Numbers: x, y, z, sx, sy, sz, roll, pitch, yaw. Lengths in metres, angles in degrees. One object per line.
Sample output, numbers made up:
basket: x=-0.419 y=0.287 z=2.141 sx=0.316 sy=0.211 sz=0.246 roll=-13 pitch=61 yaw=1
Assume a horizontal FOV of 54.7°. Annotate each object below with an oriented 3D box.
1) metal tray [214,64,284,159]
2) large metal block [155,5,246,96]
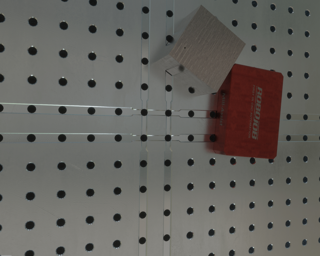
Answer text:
metal tray: x=0.132 y=-0.022 z=0.459 sx=0.091 sy=0.030 sz=0.129 roll=6 pitch=88 yaw=-20
large metal block: x=0.054 y=-0.101 z=0.419 sx=0.080 sy=0.050 sz=0.080 roll=35 pitch=79 yaw=-17
